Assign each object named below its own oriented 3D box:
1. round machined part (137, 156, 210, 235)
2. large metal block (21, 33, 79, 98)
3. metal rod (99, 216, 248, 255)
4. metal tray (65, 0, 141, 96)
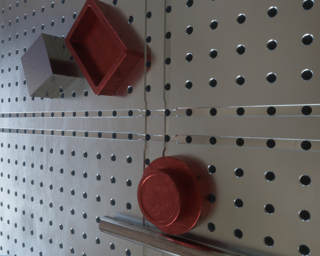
[{"bbox_3d":[0.010,0.085,0.389,0.098,0.042,0.097,0,90,39],"label":"round machined part"},{"bbox_3d":[-0.199,-0.108,0.554,0.080,0.050,0.080,-30,72,35],"label":"large metal block"},{"bbox_3d":[0.032,0.149,0.381,0.300,0.025,0.025,1,91,39],"label":"metal rod"},{"bbox_3d":[-0.092,-0.125,0.479,0.090,0.030,0.130,-48,62,29],"label":"metal tray"}]
